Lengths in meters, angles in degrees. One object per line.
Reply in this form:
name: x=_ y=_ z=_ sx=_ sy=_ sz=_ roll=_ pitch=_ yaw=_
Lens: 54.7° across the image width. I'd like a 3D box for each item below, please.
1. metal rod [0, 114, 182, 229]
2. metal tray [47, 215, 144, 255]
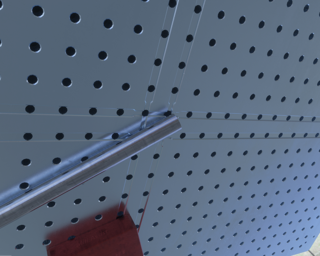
metal rod: x=-0.108 y=0.062 z=0.391 sx=0.302 sy=0.025 sz=0.025 roll=-28 pitch=128 yaw=-11
metal tray: x=-0.095 y=0.198 z=0.480 sx=0.131 sy=0.030 sz=0.089 roll=-20 pitch=126 yaw=-17
